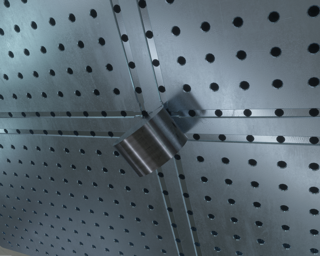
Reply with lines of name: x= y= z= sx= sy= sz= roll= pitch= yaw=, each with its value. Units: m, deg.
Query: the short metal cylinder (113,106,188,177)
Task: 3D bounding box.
short metal cylinder: x=-0.012 y=0.017 z=0.392 sx=0.080 sy=0.080 sz=0.050 roll=-32 pitch=100 yaw=38
